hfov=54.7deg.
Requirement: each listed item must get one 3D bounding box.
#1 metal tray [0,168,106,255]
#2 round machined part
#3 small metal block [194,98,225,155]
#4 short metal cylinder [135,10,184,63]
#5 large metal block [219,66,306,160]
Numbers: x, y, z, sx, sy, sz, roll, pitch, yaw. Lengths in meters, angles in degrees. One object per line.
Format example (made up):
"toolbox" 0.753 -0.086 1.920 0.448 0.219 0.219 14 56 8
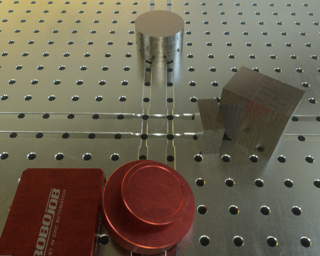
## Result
"metal tray" -0.108 0.104 0.317 0.091 0.030 0.130 0 50 0
"round machined part" -0.009 0.074 0.319 0.099 0.042 0.098 10 50 -12
"small metal block" 0.061 -0.002 0.393 0.025 0.050 0.050 -4 50 -3
"short metal cylinder" -0.001 -0.154 0.521 0.080 0.050 0.080 0 50 0
"large metal block" 0.120 -0.019 0.388 0.080 0.080 0.050 29 56 22
